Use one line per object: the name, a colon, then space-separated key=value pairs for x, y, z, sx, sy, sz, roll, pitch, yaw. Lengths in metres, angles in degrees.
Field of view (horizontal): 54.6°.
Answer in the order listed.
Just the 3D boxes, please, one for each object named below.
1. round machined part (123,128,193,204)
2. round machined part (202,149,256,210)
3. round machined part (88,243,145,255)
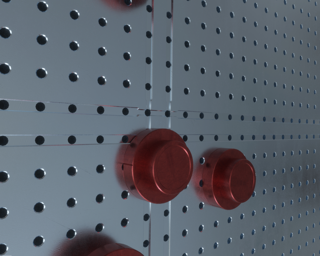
round machined part: x=0.005 y=0.049 z=0.401 sx=0.099 sy=0.042 sz=0.097 roll=0 pitch=90 yaw=-40
round machined part: x=0.116 y=0.082 z=0.494 sx=0.099 sy=0.042 sz=0.097 roll=0 pitch=90 yaw=-40
round machined part: x=-0.060 y=0.179 z=0.348 sx=0.099 sy=0.042 sz=0.097 roll=0 pitch=90 yaw=-40
